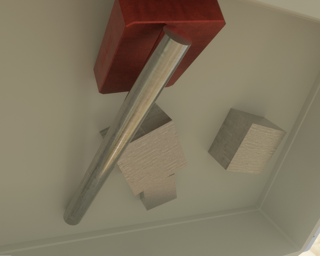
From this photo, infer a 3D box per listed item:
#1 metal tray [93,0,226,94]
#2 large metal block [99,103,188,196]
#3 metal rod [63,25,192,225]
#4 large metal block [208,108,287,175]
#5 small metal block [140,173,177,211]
[{"bbox_3d":[-0.008,-0.077,0.303,0.091,0.030,0.129,-10,166,-24],"label":"metal tray"},{"bbox_3d":[-0.019,0.027,0.400,0.080,0.050,0.080,-29,129,-10],"label":"large metal block"},{"bbox_3d":[-0.053,0.025,0.329,0.025,0.025,0.298,6,137,-31],"label":"metal rod"},{"bbox_3d":[0.135,0.022,0.483,0.081,0.050,0.079,11,113,-34],"label":"large metal block"},{"bbox_3d":[-0.004,0.089,0.463,0.050,0.025,0.050,-19,126,-18],"label":"small metal block"}]
